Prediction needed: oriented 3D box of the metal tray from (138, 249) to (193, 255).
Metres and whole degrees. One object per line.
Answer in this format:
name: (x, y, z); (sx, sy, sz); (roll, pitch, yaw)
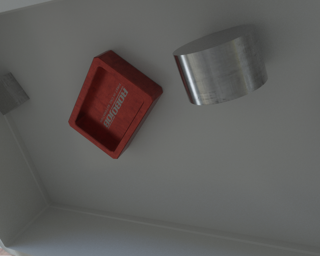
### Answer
metal tray: (0.020, 0.271, 0.564); (0.130, 0.030, 0.090); (-25, 105, 36)

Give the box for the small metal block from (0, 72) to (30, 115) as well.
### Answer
small metal block: (-0.248, -0.055, 0.503); (0.050, 0.025, 0.050); (-22, 107, 35)

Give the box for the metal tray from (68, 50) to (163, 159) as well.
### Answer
metal tray: (-0.065, -0.027, 0.420); (0.090, 0.030, 0.129); (37, 129, 3)

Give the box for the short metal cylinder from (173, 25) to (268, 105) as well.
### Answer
short metal cylinder: (0.059, -0.062, 0.303); (0.080, 0.080, 0.050); (-8, 114, 31)
